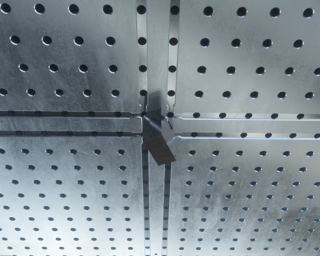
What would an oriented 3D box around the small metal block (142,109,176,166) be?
[{"bbox_3d":[0.000,0.012,0.405,0.025,0.050,0.050,-18,128,14],"label":"small metal block"}]
